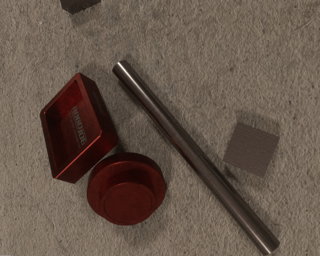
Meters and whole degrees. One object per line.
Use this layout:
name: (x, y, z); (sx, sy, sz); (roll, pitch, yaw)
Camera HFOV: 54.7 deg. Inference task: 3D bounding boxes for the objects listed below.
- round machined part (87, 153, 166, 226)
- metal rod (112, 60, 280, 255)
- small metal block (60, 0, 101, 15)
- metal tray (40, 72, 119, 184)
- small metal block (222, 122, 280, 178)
round machined part: (-0.041, 0.082, 0.386); (0.099, 0.042, 0.097); (-4, 119, -8)
metal rod: (0.037, 0.028, 0.395); (0.025, 0.025, 0.300); (-43, 77, 15)
small metal block: (-0.119, -0.201, 0.450); (0.050, 0.025, 0.050); (-16, 85, 19)
metal tray: (-0.112, -0.003, 0.413); (0.090, 0.030, 0.130); (-42, 48, 14)
small metal block: (0.109, 0.025, 0.370); (0.050, 0.025, 0.050); (22, 97, 18)
